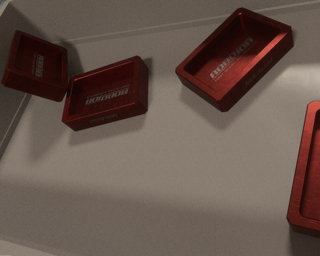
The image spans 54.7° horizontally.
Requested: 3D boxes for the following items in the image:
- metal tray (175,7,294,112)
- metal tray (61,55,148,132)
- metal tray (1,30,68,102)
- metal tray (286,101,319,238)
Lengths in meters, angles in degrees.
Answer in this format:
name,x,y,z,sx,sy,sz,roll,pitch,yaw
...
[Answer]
name,x,y,z,sx,sy,sz,roll,pitch,yaw
metal tray,0.096,-0.093,0.408,0.130,0.030,0.090,-44,51,-3
metal tray,-0.083,-0.052,0.476,0.130,0.030,0.090,-13,56,20
metal tray,-0.202,-0.104,0.513,0.030,0.091,0.130,-53,35,30
metal tray,0.177,0.039,0.285,0.090,0.030,0.130,7,65,31
